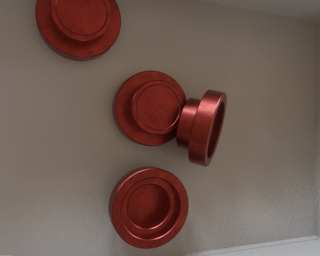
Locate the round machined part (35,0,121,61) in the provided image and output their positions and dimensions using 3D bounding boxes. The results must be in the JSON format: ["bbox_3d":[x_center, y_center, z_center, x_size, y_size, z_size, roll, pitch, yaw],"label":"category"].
[{"bbox_3d":[-0.094,-0.132,0.366,0.099,0.042,0.097,0,90,-20],"label":"round machined part"}]

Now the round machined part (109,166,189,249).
[{"bbox_3d":[-0.017,0.098,0.395,0.099,0.042,0.097,0,90,-20],"label":"round machined part"}]

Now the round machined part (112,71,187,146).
[{"bbox_3d":[-0.008,-0.025,0.398,0.099,0.042,0.097,0,90,-20],"label":"round machined part"}]

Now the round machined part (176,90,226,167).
[{"bbox_3d":[0.052,-0.002,0.402,0.042,0.098,0.098,15,84,18],"label":"round machined part"}]
